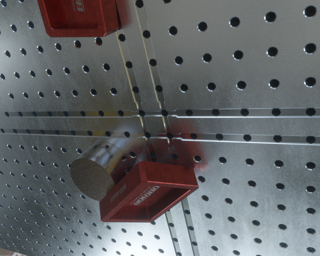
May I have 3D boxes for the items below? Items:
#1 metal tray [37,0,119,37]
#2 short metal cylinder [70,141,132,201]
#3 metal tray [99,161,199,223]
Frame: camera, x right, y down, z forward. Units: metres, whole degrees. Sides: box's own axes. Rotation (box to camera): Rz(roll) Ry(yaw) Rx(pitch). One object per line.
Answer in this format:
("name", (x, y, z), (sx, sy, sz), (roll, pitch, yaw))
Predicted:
("metal tray", (-0.102, -0.172, 0.353), (0.090, 0.030, 0.129), (7, 122, 24))
("short metal cylinder", (-0.091, 0.067, 0.482), (0.080, 0.050, 0.079), (13, 123, 20))
("metal tray", (-0.019, 0.096, 0.441), (0.091, 0.030, 0.129), (12, 138, -32))
